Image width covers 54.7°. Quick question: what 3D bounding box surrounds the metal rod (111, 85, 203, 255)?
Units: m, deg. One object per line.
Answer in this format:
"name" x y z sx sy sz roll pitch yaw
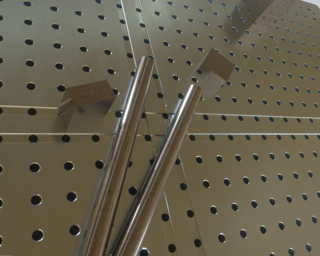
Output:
"metal rod" 0.002 0.051 0.377 0.025 0.025 0.301 32 52 -8

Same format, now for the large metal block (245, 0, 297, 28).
"large metal block" 0.236 -0.280 0.670 0.050 0.080 0.080 4 60 -26

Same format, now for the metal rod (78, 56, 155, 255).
"metal rod" -0.045 0.024 0.369 0.025 0.025 0.300 23 53 -15

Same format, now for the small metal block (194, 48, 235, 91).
"small metal block" 0.092 -0.099 0.518 0.050 0.025 0.050 35 51 -5

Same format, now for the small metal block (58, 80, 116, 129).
"small metal block" -0.086 -0.027 0.362 0.050 0.050 0.025 -20 73 -35
